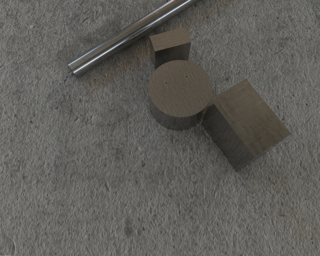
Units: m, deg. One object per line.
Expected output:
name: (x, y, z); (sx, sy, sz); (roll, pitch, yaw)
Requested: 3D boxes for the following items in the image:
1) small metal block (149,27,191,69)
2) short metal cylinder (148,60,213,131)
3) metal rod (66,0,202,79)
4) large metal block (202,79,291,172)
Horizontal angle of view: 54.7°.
small metal block: (0.014, -0.110, 0.435); (0.050, 0.050, 0.025); (-16, 71, -6)
short metal cylinder: (0.026, -0.042, 0.411); (0.081, 0.050, 0.080); (0, 70, 0)
metal rod: (-0.005, -0.166, 0.468); (0.301, 0.025, 0.025); (-36, 74, -13)
large metal block: (0.100, 0.000, 0.380); (0.050, 0.080, 0.080); (-31, 73, -11)
